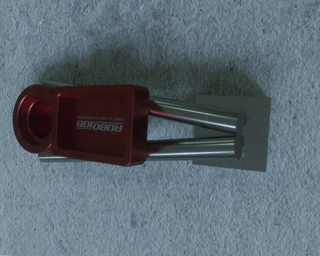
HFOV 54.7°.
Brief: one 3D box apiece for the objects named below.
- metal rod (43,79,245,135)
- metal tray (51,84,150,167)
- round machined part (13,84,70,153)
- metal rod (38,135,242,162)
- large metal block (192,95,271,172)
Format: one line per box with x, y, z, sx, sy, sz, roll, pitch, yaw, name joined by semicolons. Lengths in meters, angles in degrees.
-0.044;-0.033;0.390;0.300;0.025;0.025;13;94;32;metal rod
-0.077;-0.006;0.378;0.130;0.030;0.089;4;91;32;metal tray
-0.165;-0.013;0.452;0.098;0.042;0.097;0;89;30;round machined part
-0.048;0.030;0.392;0.300;0.025;0.025;-5;89;32;metal rod
0.086;0.005;0.365;0.080;0.050;0.079;4;91;19;large metal block
